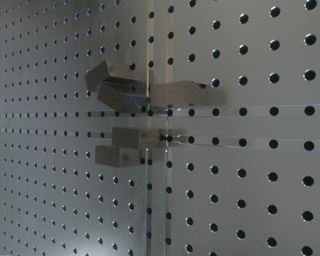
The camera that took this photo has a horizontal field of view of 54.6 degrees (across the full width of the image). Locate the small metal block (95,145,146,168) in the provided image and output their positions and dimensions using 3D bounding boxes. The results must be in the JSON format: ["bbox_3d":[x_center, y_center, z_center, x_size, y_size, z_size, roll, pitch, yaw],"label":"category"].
[{"bbox_3d":[-0.056,0.039,0.441,0.050,0.050,0.025,3,92,40],"label":"small metal block"}]

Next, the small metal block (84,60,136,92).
[{"bbox_3d":[-0.073,-0.073,0.455,0.050,0.050,0.025,-26,74,37],"label":"small metal block"}]

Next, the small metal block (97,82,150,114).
[{"bbox_3d":[-0.051,-0.042,0.437,0.050,0.050,0.025,31,109,36],"label":"small metal block"}]

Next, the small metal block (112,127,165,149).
[{"bbox_3d":[-0.029,0.012,0.418,0.050,0.050,0.025,5,93,40],"label":"small metal block"}]

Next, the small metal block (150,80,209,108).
[{"bbox_3d":[0.024,-0.039,0.374,0.050,0.050,0.025,-2,89,40],"label":"small metal block"}]
